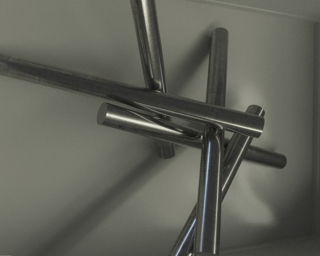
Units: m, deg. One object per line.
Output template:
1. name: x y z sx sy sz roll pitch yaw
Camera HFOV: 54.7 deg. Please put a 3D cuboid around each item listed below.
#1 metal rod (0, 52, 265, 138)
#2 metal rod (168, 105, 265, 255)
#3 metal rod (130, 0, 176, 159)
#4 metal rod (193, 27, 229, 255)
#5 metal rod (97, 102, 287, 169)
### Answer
1. metal rod: -0.035 -0.037 0.344 0.302 0.025 0.025 14 85 0
2. metal rod: 0.058 0.082 0.352 0.025 0.025 0.301 45 58 -15
3. metal rod: -0.011 -0.089 0.336 0.025 0.025 0.298 -22 126 -19
4. metal rod: 0.065 -0.007 0.371 0.025 0.025 0.300 21 58 -19
5. metal rod: 0.063 0.019 0.402 0.302 0.025 0.025 15 85 -32
